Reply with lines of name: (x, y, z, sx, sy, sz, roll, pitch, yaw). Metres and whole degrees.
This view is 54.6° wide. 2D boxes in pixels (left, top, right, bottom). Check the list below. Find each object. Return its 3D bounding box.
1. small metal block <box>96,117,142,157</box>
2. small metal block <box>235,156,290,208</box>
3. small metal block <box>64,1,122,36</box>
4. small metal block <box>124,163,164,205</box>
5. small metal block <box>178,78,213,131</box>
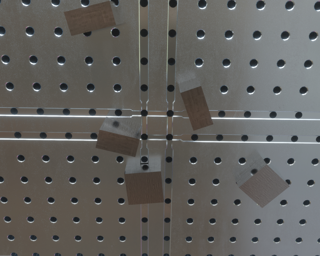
small metal block: (-0.052, 0.010, 0.403, 0.050, 0.050, 0.025, 14, 110, -5)
small metal block: (0.145, 0.078, 0.443, 0.050, 0.025, 0.050, 42, 105, -14)
small metal block: (-0.074, -0.125, 0.353, 0.050, 0.050, 0.025, -12, 110, 4)
small metal block: (-0.022, 0.080, 0.443, 0.050, 0.025, 0.050, -5, 110, 1)
small metal block: (0.044, -0.031, 0.389, 0.025, 0.050, 0.050, -19, 109, 7)
